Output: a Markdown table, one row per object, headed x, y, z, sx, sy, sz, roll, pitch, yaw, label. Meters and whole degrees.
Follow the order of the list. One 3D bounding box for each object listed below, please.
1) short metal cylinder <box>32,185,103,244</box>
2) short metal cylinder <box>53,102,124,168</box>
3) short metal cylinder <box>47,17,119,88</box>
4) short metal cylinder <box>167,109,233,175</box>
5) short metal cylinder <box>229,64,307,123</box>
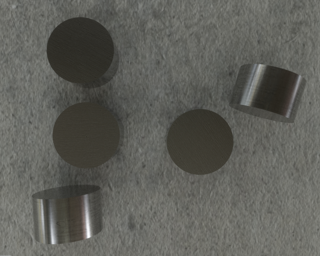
| x | y | z | sx | sy | sz | roll | pitch | yaw | label |
| --- | --- | --- | --- | --- | --- | --- | --- | --- | --- |
| -0.113 | 0.103 | 0.381 | 0.081 | 0.080 | 0.050 | -4 | 90 | -1 | short metal cylinder |
| -0.089 | 0.009 | 0.396 | 0.081 | 0.050 | 0.079 | 0 | 90 | -1 | short metal cylinder |
| -0.096 | -0.093 | 0.396 | 0.081 | 0.050 | 0.079 | 0 | 90 | -1 | short metal cylinder |
| 0.048 | 0.017 | 0.398 | 0.081 | 0.050 | 0.079 | 0 | 90 | -1 | short metal cylinder |
| 0.132 | -0.042 | 0.384 | 0.080 | 0.080 | 0.050 | 17 | 90 | -1 | short metal cylinder |
